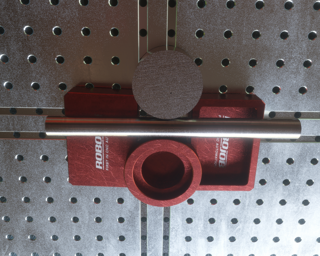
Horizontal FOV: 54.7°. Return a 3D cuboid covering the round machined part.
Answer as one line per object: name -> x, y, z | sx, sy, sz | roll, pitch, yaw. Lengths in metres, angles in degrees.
round machined part -> 0.004, 0.051, 0.409 | 0.099, 0.042, 0.097 | 0, 110, 0

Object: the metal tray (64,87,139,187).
metal tray -> -0.074, 0.014, 0.410 | 0.091, 0.030, 0.129 | 2, 110, -1

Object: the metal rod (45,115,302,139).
metal rod -> 0.017, -0.001, 0.377 | 0.302, 0.025, 0.025 | 1, 110, -1

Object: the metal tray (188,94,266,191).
metal tray -> 0.084, 0.021, 0.415 | 0.091, 0.030, 0.129 | 1, 110, -1

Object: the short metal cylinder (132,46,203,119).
short metal cylinder -> 0.009, -0.056, 0.375 | 0.081, 0.050, 0.079 | 0, 110, 0
